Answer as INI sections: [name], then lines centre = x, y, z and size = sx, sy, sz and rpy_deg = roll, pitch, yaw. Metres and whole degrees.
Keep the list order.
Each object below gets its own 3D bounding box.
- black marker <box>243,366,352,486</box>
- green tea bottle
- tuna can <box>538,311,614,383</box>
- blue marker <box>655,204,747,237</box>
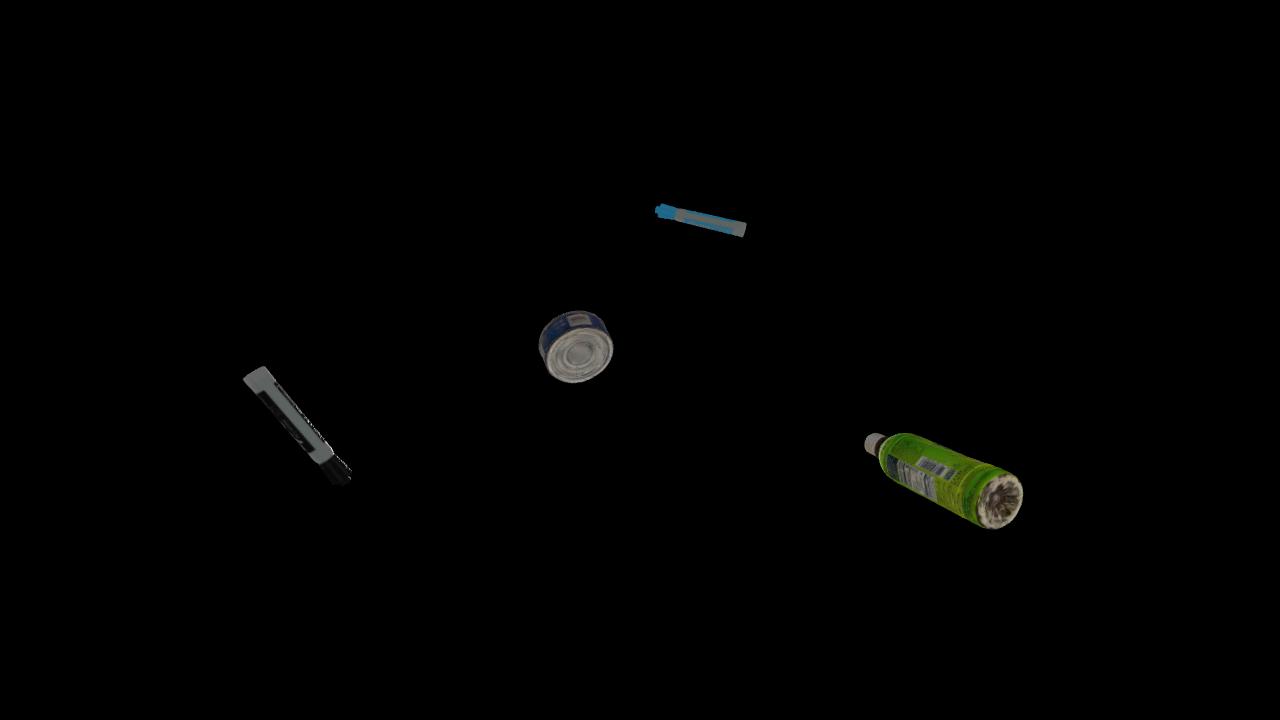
[black marker]
centre = -0.285, 0.059, 0.519
size = 0.020, 0.121, 0.020
rpy_deg = -24, 22, 11
[green tea bottle]
centre = 0.361, 0.135, 0.767
size = 0.073, 0.073, 0.212
rpy_deg = 0, 12, -20
[tuna can]
centre = -0.074, -0.014, 0.718
size = 0.084, 0.084, 0.034
rpy_deg = 0, 37, -26
[blue marker]
centre = 0.078, -0.183, 0.802
size = 0.121, 0.020, 0.020
rpy_deg = 16, 3, 11
